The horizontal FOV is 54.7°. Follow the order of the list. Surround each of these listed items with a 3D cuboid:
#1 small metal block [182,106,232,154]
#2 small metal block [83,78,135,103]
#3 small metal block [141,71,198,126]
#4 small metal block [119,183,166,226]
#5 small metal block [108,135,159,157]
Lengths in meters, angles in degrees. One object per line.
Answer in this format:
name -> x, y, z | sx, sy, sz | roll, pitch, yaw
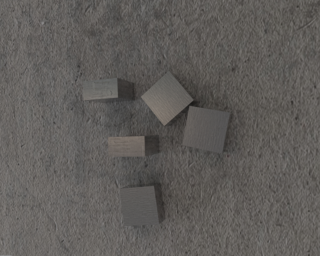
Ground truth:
small metal block -> 0.060, 0.001, 0.388 | 0.050, 0.025, 0.050 | 11, 94, 19
small metal block -> -0.068, -0.050, 0.420 | 0.050, 0.050, 0.025 | -3, 89, 20
small metal block -> 0.013, -0.038, 0.404 | 0.050, 0.025, 0.050 | -42, 77, 15
small metal block -> -0.023, 0.103, 0.417 | 0.050, 0.025, 0.050 | -9, 87, 19
small metal block -> -0.033, 0.023, 0.407 | 0.050, 0.050, 0.025 | -2, 90, 20
